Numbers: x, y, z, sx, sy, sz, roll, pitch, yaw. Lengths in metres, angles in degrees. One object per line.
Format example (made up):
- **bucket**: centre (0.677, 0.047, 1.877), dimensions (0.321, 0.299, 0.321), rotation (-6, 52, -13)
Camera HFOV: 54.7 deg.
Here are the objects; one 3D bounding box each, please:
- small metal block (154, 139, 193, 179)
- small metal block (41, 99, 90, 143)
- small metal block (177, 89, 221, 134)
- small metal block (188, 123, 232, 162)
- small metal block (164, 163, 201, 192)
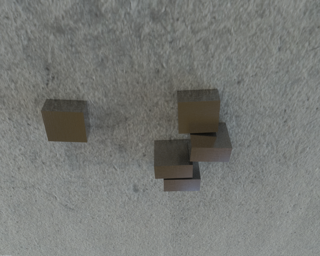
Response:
- **small metal block**: centre (0.018, 0.042, 0.427), dimensions (0.050, 0.050, 0.025), rotation (-2, 130, 1)
- **small metal block**: centre (-0.119, -0.009, 0.398), dimensions (0.050, 0.025, 0.050), rotation (2, 130, -3)
- **small metal block**: centre (0.048, -0.021, 0.391), dimensions (0.050, 0.025, 0.050), rotation (-3, 130, 2)
- **small metal block**: centre (0.063, 0.018, 0.407), dimensions (0.050, 0.050, 0.025), rotation (1, 130, -2)
- **small metal block**: centre (0.030, 0.063, 0.445), dimensions (0.050, 0.050, 0.025), rotation (-1, 130, 0)
